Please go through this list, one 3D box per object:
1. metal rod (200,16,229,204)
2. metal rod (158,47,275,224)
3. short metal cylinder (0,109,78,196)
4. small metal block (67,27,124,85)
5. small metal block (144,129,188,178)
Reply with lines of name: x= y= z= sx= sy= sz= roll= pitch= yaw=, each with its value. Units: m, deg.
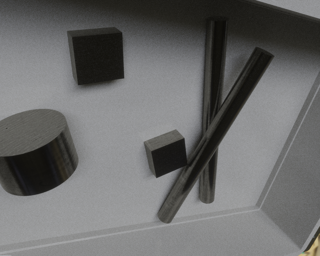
metal rod: x=0.075 y=-0.005 z=0.448 sx=0.025 sy=0.025 sz=0.298 roll=-16 pitch=125 yaw=-20
metal rod: x=0.066 y=0.028 z=0.437 sx=0.025 sy=0.025 sz=0.298 roll=7 pitch=123 yaw=-32
short metal cylinder: x=-0.130 y=0.022 z=0.317 sx=0.081 sy=0.080 sz=0.050 roll=-19 pitch=126 yaw=-18
small metal block: x=-0.067 y=-0.076 z=0.326 sx=0.050 sy=0.025 sz=0.050 roll=-13 pitch=124 yaw=-22
small metal block: x=0.009 y=0.036 z=0.438 sx=0.050 sy=0.025 sz=0.050 roll=-21 pitch=127 yaw=-16
